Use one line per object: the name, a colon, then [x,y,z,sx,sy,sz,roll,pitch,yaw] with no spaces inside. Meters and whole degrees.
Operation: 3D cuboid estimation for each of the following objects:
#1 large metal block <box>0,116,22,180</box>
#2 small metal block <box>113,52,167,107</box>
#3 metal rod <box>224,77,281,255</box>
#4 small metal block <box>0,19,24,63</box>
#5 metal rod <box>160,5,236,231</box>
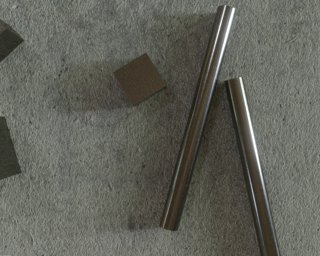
large metal block: [-0.223,0.030,0.380,0.050,0.080,0.080,-17,90,0]
small metal block: [-0.026,-0.063,0.410,0.050,0.025,0.050,-32,90,-1]
metal rod: [0.129,0.081,0.411,0.025,0.025,0.298,-12,90,0]
small metal block: [-0.211,-0.111,0.395,0.050,0.050,0.025,-43,91,0]
metal rod: [0.050,-0.013,0.410,0.025,0.025,0.298,15,90,-1]
